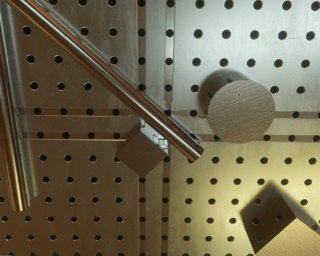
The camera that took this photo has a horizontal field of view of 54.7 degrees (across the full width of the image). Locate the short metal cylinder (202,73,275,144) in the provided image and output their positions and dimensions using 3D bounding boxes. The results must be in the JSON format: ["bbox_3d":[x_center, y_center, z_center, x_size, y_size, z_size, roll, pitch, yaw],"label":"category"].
[{"bbox_3d":[0.097,-0.026,0.392,0.081,0.050,0.079,0,110,-1],"label":"short metal cylinder"}]

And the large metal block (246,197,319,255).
[{"bbox_3d":[0.192,0.166,0.464,0.080,0.050,0.080,37,106,-13],"label":"large metal block"}]

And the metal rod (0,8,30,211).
[{"bbox_3d":[-0.201,-0.025,0.401,0.025,0.025,0.298,1,110,-1],"label":"metal rod"}]

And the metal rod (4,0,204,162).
[{"bbox_3d":[-0.059,-0.059,0.390,0.300,0.025,0.025,41,105,-14],"label":"metal rod"}]

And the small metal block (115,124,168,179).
[{"bbox_3d":[-0.025,0.032,0.425,0.050,0.025,0.050,42,105,-14],"label":"small metal block"}]
